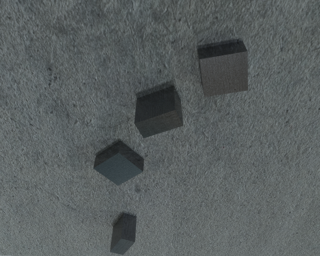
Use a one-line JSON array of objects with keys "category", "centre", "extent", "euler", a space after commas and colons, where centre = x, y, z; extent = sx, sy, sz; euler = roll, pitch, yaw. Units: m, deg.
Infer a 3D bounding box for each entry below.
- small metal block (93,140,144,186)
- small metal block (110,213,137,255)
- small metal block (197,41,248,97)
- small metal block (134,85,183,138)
[{"category": "small metal block", "centre": [-0.059, 0.052, 0.451], "extent": [0.050, 0.025, 0.050], "euler": [-32, 124, 24]}, {"category": "small metal block", "centre": [-0.065, 0.189, 0.551], "extent": [0.025, 0.050, 0.050], "euler": [22, 127, -18]}, {"category": "small metal block", "centre": [0.072, -0.066, 0.352], "extent": [0.050, 0.025, 0.050], "euler": [-9, 130, 7]}, {"category": "small metal block", "centre": [-0.001, -0.020, 0.374], "extent": [0.050, 0.050, 0.025], "euler": [-18, 128, 14]}]
